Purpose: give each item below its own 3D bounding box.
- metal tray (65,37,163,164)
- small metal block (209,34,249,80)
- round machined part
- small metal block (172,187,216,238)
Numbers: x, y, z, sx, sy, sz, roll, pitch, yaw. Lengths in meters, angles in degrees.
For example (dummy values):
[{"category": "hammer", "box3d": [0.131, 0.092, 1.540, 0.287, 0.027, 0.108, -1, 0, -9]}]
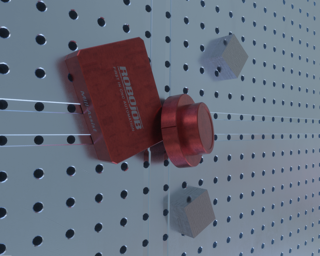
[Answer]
[{"category": "metal tray", "box3d": [-0.046, -0.034, 0.367, 0.091, 0.030, 0.129, -26, 106, -37]}, {"category": "small metal block", "box3d": [0.113, -0.115, 0.503, 0.050, 0.025, 0.050, 45, 63, -31]}, {"category": "round machined part", "box3d": [0.042, 0.002, 0.408, 0.098, 0.042, 0.098, 31, 55, -58]}, {"category": "small metal block", "box3d": [0.050, 0.122, 0.451, 0.050, 0.025, 0.050, -28, 108, -36]}]
